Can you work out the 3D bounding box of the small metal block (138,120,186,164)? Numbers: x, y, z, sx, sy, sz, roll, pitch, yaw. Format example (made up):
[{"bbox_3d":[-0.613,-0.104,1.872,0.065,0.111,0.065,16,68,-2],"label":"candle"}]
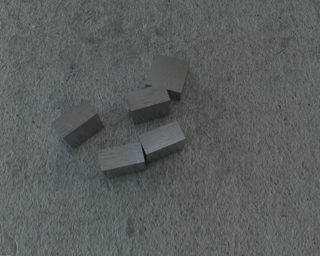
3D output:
[{"bbox_3d":[0.002,0.019,0.388,0.050,0.050,0.025,-22,72,-8],"label":"small metal block"}]

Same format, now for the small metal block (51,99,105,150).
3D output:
[{"bbox_3d":[-0.103,-0.004,0.395,0.050,0.050,0.025,-38,75,-13],"label":"small metal block"}]

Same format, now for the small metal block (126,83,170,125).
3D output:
[{"bbox_3d":[-0.015,-0.030,0.406,0.050,0.050,0.025,-17,71,-6],"label":"small metal block"}]

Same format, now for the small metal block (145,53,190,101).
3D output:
[{"bbox_3d":[0.011,-0.071,0.434,0.050,0.025,0.050,15,71,5],"label":"small metal block"}]

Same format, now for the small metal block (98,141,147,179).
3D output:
[{"bbox_3d":[-0.045,0.040,0.380,0.050,0.050,0.025,-12,71,-4],"label":"small metal block"}]
